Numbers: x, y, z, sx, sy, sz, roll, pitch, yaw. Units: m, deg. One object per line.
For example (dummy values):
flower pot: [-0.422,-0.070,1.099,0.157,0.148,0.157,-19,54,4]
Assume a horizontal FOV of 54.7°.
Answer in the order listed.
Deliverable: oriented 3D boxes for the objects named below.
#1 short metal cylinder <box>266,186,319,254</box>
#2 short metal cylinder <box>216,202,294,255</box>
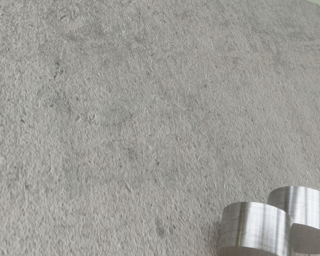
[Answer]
short metal cylinder: [0.176,0.117,0.392,0.080,0.080,0.050,31,52,-9]
short metal cylinder: [0.108,0.126,0.350,0.080,0.080,0.050,28,52,-11]
